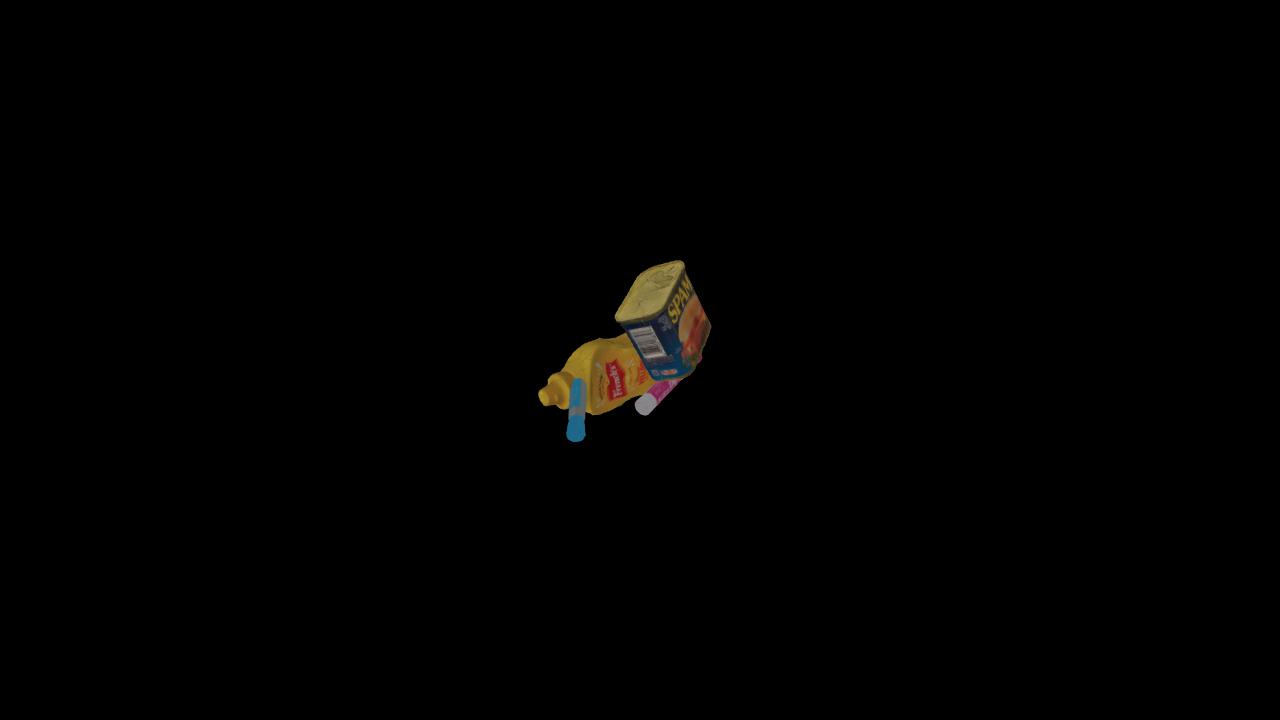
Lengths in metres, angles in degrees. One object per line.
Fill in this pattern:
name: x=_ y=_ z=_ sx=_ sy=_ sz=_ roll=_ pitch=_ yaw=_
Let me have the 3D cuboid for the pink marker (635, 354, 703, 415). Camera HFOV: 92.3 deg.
pink marker: x=0.034 y=0.020 z=0.667 sx=0.020 sy=0.020 sz=0.121 roll=0 pitch=28 yaw=37

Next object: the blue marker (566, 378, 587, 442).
blue marker: x=-0.066 y=0.044 z=0.647 sx=0.020 sy=0.020 sz=0.121 roll=0 pitch=32 yaw=-3

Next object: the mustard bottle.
mustard bottle: x=-0.040 y=0.017 z=0.719 sx=0.184 sy=0.092 sz=0.054 roll=-20 pitch=37 yaw=-40

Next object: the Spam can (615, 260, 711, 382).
Spam can: x=0.028 y=-0.040 z=0.640 sx=0.058 sy=0.085 sz=0.101 roll=-8 pitch=36 yaw=31
